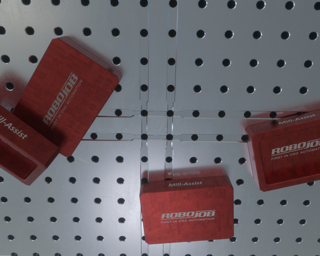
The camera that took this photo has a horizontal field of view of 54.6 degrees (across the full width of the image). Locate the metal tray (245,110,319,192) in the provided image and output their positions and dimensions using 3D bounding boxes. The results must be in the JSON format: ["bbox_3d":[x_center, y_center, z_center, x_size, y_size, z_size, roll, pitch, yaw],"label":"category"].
[{"bbox_3d":[0.191,0.029,0.422,0.131,0.030,0.090,-14,110,5],"label":"metal tray"}]

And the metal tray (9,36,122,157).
[{"bbox_3d":[-0.121,-0.038,0.396,0.090,0.030,0.129,33,107,-12],"label":"metal tray"}]

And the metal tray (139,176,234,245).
[{"bbox_3d":[0.040,0.121,0.456,0.131,0.030,0.089,-5,110,1],"label":"metal tray"}]

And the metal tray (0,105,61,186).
[{"bbox_3d":[-0.200,0.014,0.390,0.130,0.030,0.090,40,139,-14],"label":"metal tray"}]
